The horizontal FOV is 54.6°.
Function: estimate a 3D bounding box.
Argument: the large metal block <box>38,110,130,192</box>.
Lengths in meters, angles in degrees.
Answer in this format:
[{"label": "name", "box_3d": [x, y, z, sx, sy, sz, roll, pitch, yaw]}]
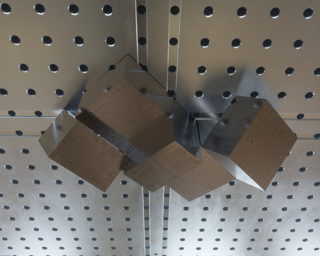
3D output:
[{"label": "large metal block", "box_3d": [-0.097, 0.027, 0.388, 0.080, 0.080, 0.050, 41, 80, -29]}]

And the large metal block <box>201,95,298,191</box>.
[{"label": "large metal block", "box_3d": [0.111, 0.018, 0.383, 0.080, 0.050, 0.080, 41, 79, -30]}]

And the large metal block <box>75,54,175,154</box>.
[{"label": "large metal block", "box_3d": [-0.040, -0.026, 0.373, 0.080, 0.050, 0.080, -33, 123, 26]}]

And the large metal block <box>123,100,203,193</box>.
[{"label": "large metal block", "box_3d": [0.003, 0.022, 0.393, 0.080, 0.080, 0.050, -35, 123, 25]}]

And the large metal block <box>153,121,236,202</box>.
[{"label": "large metal block", "box_3d": [0.047, 0.049, 0.437, 0.080, 0.050, 0.080, -34, 121, 25]}]
